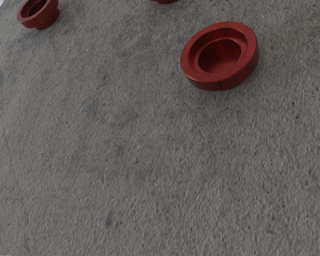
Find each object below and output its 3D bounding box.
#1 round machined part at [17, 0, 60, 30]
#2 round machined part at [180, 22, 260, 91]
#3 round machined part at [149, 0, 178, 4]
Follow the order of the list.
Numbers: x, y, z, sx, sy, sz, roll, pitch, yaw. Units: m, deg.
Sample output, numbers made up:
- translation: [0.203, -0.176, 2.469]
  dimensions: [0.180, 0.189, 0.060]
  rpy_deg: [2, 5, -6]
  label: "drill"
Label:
- translation: [-0.265, -0.259, 0.692]
  dimensions: [0.098, 0.042, 0.098]
  rpy_deg: [-13, 56, 21]
  label: "round machined part"
- translation: [0.080, -0.088, 0.405]
  dimensions: [0.098, 0.042, 0.098]
  rpy_deg: [-13, 56, 21]
  label: "round machined part"
- translation: [0.015, -0.258, 0.543]
  dimensions: [0.098, 0.042, 0.098]
  rpy_deg: [-13, 56, 21]
  label: "round machined part"
